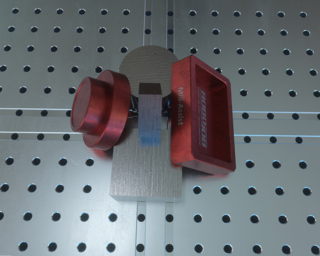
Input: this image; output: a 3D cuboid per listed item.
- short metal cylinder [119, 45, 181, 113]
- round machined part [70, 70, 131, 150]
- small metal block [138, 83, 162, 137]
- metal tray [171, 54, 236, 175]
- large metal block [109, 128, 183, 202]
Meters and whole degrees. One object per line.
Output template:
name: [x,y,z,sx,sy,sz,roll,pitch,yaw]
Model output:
short metal cylinder: [-0.012,-0.064,0.421,0.081,0.050,0.080,0,70,0]
round machined part: [-0.077,-0.024,0.377,0.042,0.098,0.098,14,67,-31]
small metal block: [-0.012,-0.022,0.361,0.025,0.050,0.050,1,112,-3]
metal tray: [0.055,-0.014,0.384,0.030,0.090,0.130,-17,63,40]
large metal block: [-0.015,0.047,0.381,0.080,0.050,0.080,2,70,1]
